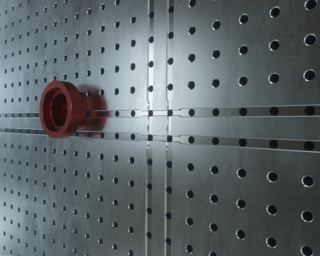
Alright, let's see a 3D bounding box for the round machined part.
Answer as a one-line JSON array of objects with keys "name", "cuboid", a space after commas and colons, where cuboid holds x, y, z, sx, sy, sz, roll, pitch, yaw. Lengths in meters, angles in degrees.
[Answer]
[{"name": "round machined part", "cuboid": [-0.163, -0.031, 0.535, 0.098, 0.042, 0.097, 0, 90, 40]}]
